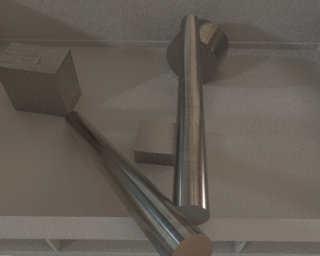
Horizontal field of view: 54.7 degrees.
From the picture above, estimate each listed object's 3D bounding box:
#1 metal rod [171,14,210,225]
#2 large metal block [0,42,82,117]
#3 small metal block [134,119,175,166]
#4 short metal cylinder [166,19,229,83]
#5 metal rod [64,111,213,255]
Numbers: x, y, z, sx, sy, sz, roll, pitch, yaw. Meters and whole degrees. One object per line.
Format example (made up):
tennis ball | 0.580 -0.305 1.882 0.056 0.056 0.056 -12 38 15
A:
metal rod | 0.031 -0.043 0.313 0.025 0.025 0.300 3 42 2
large metal block | -0.161 -0.064 0.421 0.080 0.080 0.050 8 51 6
small metal block | -0.003 0.018 0.390 0.050 0.025 0.050 6 50 4
short metal cylinder | 0.057 -0.114 0.466 0.080 0.080 0.050 20 53 16
metal rod | -0.049 0.027 0.286 0.025 0.025 0.300 -24 24 -19
